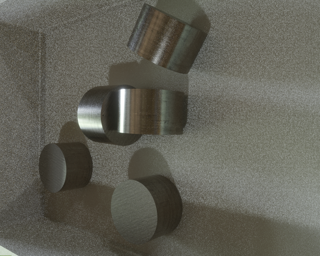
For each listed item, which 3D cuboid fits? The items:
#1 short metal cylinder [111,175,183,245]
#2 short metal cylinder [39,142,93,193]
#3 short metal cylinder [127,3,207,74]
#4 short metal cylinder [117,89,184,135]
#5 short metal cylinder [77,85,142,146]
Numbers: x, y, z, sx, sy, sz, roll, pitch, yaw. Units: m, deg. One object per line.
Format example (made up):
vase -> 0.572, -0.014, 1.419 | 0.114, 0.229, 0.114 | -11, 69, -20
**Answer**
short metal cylinder -> -0.018, 0.104, 0.403 | 0.080, 0.050, 0.079 | 0, 90, 39
short metal cylinder -> -0.158, 0.064, 0.518 | 0.080, 0.050, 0.079 | 0, 90, 39
short metal cylinder -> 0.008, -0.104, 0.362 | 0.080, 0.081, 0.050 | 40, 114, 32
short metal cylinder -> -0.011, -0.019, 0.378 | 0.080, 0.081, 0.050 | 4, 93, 39
short metal cylinder -> -0.062, -0.018, 0.419 | 0.050, 0.081, 0.079 | 4, 93, 42
